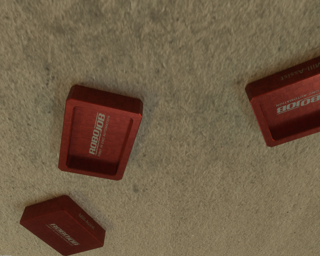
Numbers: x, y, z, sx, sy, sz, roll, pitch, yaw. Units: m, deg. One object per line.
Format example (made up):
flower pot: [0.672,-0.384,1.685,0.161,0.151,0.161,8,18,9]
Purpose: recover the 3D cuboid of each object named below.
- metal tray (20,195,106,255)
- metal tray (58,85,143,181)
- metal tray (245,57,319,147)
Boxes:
metal tray: [-0.169,0.178,0.553,0.090,0.030,0.130,-19,128,15]
metal tray: [-0.082,0.012,0.412,0.091,0.030,0.129,12,129,-11]
metal tray: [0.181,-0.034,0.377,0.130,0.030,0.090,-21,128,16]
